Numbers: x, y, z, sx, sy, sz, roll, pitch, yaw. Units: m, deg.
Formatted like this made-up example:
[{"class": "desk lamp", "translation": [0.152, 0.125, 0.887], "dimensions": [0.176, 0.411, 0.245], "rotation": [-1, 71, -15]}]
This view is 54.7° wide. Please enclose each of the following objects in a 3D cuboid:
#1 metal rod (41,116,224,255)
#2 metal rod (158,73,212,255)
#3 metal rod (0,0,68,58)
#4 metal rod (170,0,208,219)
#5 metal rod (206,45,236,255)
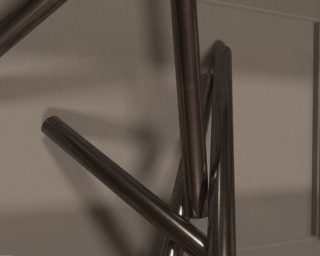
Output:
[{"class": "metal rod", "translation": [-0.014, 0.077, 0.316], "dimensions": [0.300, 0.025, 0.025], "rotation": [35, 76, 19]}, {"class": "metal rod", "translation": [0.033, 0.053, 0.362], "dimensions": [0.025, 0.025, 0.300], "rotation": [28, 57, -18]}, {"class": "metal rod", "translation": [-0.106, -0.125, 0.296], "dimensions": [0.300, 0.025, 0.025], "rotation": [-34, 103, 13]}, {"class": "metal rod", "translation": [0.028, -0.058, 0.305], "dimensions": [0.025, 0.025, 0.298], "rotation": [-7, 97, -20]}, {"class": "metal rod", "translation": [0.071, 0.005, 0.353], "dimensions": [0.025, 0.025, 0.300], "rotation": [26, 48, -19]}]
